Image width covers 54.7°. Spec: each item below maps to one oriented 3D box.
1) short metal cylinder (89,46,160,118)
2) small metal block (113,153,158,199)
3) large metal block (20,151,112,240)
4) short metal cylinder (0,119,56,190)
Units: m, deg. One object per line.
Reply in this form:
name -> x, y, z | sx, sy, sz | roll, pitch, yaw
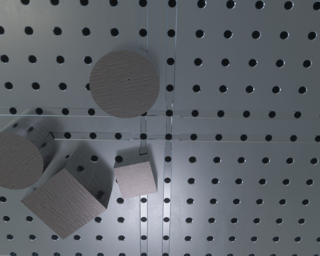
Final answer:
short metal cylinder -> -0.041, -0.057, 0.379 | 0.081, 0.050, 0.079 | 0, 110, 0
small metal block -> -0.034, 0.068, 0.438 | 0.050, 0.025, 0.050 | -12, 110, 4
large metal block -> -0.127, 0.094, 0.434 | 0.080, 0.050, 0.080 | -36, 106, 12
short metal cylinder -> -0.187, 0.034, 0.411 | 0.081, 0.050, 0.079 | 0, 110, 0
